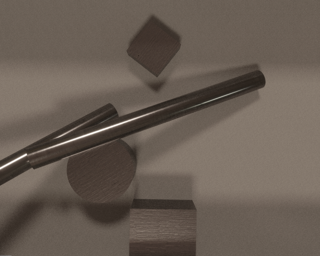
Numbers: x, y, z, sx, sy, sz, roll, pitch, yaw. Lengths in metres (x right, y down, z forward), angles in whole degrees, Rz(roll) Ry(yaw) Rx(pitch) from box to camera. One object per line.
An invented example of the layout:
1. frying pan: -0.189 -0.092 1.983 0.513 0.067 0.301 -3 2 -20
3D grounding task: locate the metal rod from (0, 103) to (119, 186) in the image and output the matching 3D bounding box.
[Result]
1. metal rod: -0.179 0.050 0.349 0.302 0.025 0.025 -32 90 -25

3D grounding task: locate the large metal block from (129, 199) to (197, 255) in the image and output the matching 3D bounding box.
1. large metal block: 0.003 0.138 0.399 0.081 0.050 0.079 1 90 -1

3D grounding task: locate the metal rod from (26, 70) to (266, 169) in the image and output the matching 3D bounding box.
1. metal rod: -0.005 -0.016 0.377 0.302 0.025 0.025 -20 90 -14

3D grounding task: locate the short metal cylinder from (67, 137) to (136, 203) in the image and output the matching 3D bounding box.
1. short metal cylinder: -0.072 0.051 0.398 0.081 0.050 0.079 0 90 -1

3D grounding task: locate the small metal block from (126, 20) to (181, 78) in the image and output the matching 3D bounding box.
1. small metal block: -0.008 -0.104 0.411 0.050 0.025 0.050 38 90 -1
